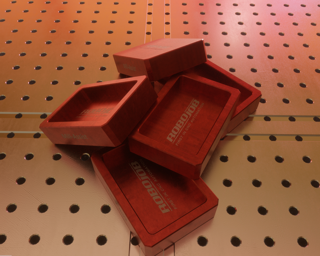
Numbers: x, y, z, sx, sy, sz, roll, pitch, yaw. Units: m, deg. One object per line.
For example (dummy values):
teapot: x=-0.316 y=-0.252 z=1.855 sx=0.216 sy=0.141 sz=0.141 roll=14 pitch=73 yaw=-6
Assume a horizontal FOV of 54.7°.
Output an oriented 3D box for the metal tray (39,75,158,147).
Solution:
metal tray: x=-0.077 y=-0.021 z=0.381 sx=0.130 sy=0.030 sz=0.090 roll=0 pitch=42 yaw=40

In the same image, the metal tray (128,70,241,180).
metal tray: x=0.032 y=-0.011 z=0.375 sx=0.090 sy=0.030 sz=0.130 roll=23 pitch=53 yaw=17

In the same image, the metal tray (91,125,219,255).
metal tray: x=-0.009 y=0.063 z=0.351 sx=0.091 sy=0.030 sz=0.130 roll=-26 pitch=55 yaw=-21

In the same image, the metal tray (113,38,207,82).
metal tray: x=-0.004 y=-0.103 z=0.452 sx=0.091 sy=0.030 sz=0.130 roll=-24 pitch=24 yaw=-20

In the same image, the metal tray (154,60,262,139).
metal tray: x=0.066 y=-0.052 z=0.448 sx=0.091 sy=0.030 sz=0.130 roll=-36 pitch=59 yaw=-27
